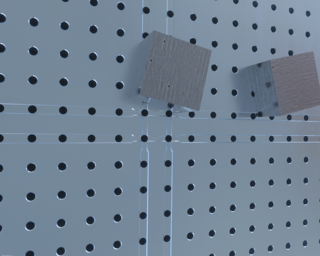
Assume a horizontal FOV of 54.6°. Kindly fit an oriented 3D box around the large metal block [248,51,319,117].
[{"bbox_3d":[0.189,-0.065,0.468,0.081,0.050,0.080,-14,95,-19],"label":"large metal block"}]

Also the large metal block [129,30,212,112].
[{"bbox_3d":[0.013,-0.069,0.404,0.081,0.050,0.080,14,86,-20],"label":"large metal block"}]
